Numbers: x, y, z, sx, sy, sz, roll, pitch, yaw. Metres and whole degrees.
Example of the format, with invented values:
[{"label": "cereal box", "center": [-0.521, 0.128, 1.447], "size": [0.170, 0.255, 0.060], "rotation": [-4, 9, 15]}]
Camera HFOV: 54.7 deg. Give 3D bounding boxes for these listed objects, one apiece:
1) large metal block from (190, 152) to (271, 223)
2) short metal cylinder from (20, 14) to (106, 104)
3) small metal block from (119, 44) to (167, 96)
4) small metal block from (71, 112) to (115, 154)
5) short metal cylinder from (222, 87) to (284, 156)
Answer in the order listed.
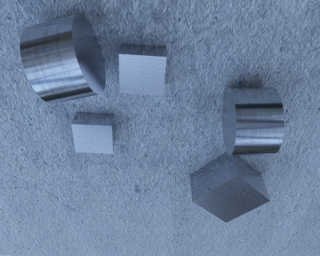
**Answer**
[{"label": "large metal block", "center": [0.104, 0.090, 0.469], "size": [0.080, 0.050, 0.080], "rotation": [37, 121, -27]}, {"label": "short metal cylinder", "center": [-0.093, -0.068, 0.312], "size": [0.050, 0.080, 0.080], "rotation": [-11, 130, 9]}, {"label": "small metal block", "center": [-0.020, -0.066, 0.351], "size": [0.050, 0.025, 0.050], "rotation": [3, 130, -3]}, {"label": "small metal block", "center": [-0.087, 0.007, 0.412], "size": [0.050, 0.025, 0.050], "rotation": [3, 130, -3]}, {"label": "short metal cylinder", "center": [0.106, -0.008, 0.366], "size": [0.050, 0.080, 0.079], "rotation": [-1, 130, 1]}]
